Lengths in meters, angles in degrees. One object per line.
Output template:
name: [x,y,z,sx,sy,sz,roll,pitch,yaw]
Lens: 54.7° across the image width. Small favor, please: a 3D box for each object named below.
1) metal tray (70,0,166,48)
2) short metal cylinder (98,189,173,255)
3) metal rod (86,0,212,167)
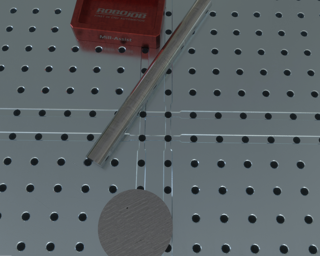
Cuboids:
metal tray: [-0.060,-0.174,0.471,0.131,0.030,0.090,7,70,2]
short metal cylinder: [-0.026,0.114,0.356,0.081,0.050,0.080,0,70,0]
metal rod: [-0.007,-0.077,0.439,0.025,0.025,0.300,30,72,10]
